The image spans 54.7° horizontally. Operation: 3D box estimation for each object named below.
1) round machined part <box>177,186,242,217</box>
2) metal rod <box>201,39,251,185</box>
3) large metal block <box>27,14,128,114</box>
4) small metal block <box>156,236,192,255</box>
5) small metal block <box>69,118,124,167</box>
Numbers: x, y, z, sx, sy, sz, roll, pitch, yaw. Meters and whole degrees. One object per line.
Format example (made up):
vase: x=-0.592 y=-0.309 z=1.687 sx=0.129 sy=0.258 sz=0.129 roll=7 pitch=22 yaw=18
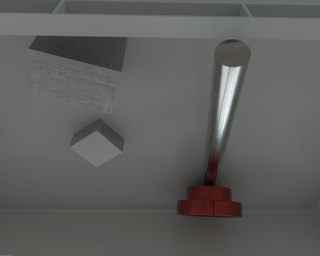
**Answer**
round machined part: x=0.076 y=0.114 z=0.478 sx=0.099 sy=0.042 sz=0.098 roll=3 pitch=163 yaw=1
metal rod: x=0.064 y=0.014 z=0.348 sx=0.025 sy=0.025 sz=0.299 roll=-5 pitch=153 yaw=3
large metal block: x=-0.080 y=-0.066 z=0.315 sx=0.081 sy=0.080 sz=0.050 roll=13 pitch=129 yaw=-11
small metal block: x=0.028 y=0.249 z=0.624 sx=0.050 sy=0.025 sz=0.050 roll=-34 pitch=123 yaw=25
small metal block: x=-0.086 y=0.022 z=0.426 sx=0.050 sy=0.025 sz=0.050 roll=-30 pitch=125 yaw=22
